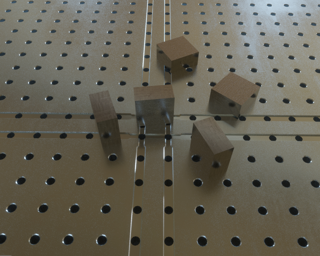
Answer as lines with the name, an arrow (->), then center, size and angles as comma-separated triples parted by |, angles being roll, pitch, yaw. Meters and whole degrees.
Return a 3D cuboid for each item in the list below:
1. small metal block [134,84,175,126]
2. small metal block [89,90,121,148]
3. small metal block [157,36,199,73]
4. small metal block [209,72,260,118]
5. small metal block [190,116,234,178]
small metal block -> -0.008, -0.030, 0.416 | 0.050, 0.050, 0.025 | -6, 51, -5
small metal block -> -0.071, -0.012, 0.400 | 0.025, 0.050, 0.050 | -15, 52, -12
small metal block -> 0.028, -0.122, 0.510 | 0.050, 0.025, 0.050 | -22, 54, -18
small metal block -> 0.108, -0.050, 0.451 | 0.050, 0.025, 0.050 | 34, 58, 25
small metal block -> 0.061, 0.023, 0.373 | 0.025, 0.050, 0.050 | -18, 53, -15
